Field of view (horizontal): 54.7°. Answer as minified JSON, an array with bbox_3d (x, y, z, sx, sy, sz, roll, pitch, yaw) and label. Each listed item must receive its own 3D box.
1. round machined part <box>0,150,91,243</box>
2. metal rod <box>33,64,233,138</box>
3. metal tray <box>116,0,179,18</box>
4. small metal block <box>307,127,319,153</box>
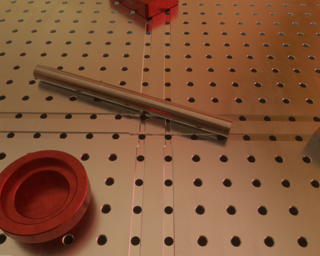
[{"bbox_3d":[-0.124,0.075,0.332,0.099,0.042,0.098,0,50,0],"label":"round machined part"},{"bbox_3d":[-0.047,-0.043,0.442,0.301,0.025,0.025,17,52,13],"label":"metal rod"},{"bbox_3d":[-0.036,-0.281,0.639,0.091,0.030,0.130,-35,59,-26],"label":"metal tray"},{"bbox_3d":[0.229,0.015,0.398,0.050,0.025,0.050,-35,58,-26],"label":"small metal block"}]
